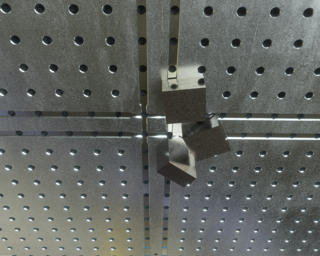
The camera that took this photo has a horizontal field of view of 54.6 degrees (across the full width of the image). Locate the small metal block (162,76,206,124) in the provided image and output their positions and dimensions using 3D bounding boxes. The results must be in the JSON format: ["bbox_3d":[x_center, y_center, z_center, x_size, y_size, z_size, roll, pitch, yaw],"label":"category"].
[{"bbox_3d":[0.030,-0.034,0.383,0.050,0.025,0.050,-5,130,4],"label":"small metal block"}]

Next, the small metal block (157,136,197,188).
[{"bbox_3d":[0.023,0.048,0.436,0.050,0.050,0.025,33,123,-25],"label":"small metal block"}]

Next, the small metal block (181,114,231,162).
[{"bbox_3d":[0.063,0.014,0.424,0.050,0.025,0.050,-20,127,16],"label":"small metal block"}]
